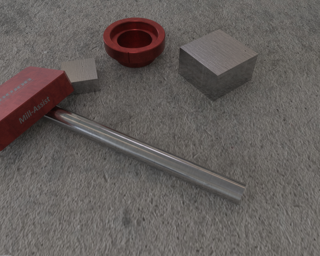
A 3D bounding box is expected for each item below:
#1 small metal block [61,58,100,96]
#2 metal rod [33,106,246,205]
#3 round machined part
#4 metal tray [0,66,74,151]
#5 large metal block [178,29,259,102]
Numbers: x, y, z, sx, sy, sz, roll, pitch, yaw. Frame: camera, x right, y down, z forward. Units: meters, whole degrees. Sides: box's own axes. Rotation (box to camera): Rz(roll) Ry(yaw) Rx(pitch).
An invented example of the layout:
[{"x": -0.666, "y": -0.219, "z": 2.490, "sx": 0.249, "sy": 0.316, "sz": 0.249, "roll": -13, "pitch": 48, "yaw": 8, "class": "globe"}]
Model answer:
[{"x": -0.120, "y": -0.078, "z": 0.468, "sx": 0.050, "sy": 0.025, "sz": 0.050, "roll": -10, "pitch": 51, "yaw": -9, "class": "small metal block"}, {"x": -0.043, "y": 0.021, "z": 0.385, "sx": 0.301, "sy": 0.025, "sz": 0.025, "roll": 22, "pitch": 53, "yaw": 17, "class": "metal rod"}, {"x": -0.041, "y": -0.135, "z": 0.506, "sx": 0.099, "sy": 0.042, "sz": 0.098, "roll": 0, "pitch": 50, "yaw": 0, "class": "round machined part"}, {"x": -0.190, "y": -0.031, "z": 0.407, "sx": 0.090, "sy": 0.030, "sz": 0.131, "roll": 13, "pitch": 49, "yaw": 35, "class": "metal tray"}, {"x": 0.085, "y": -0.097, "z": 0.469, "sx": 0.081, "sy": 0.050, "sz": 0.080, "roll": -30, "pitch": 56, "yaw": -23, "class": "large metal block"}]
